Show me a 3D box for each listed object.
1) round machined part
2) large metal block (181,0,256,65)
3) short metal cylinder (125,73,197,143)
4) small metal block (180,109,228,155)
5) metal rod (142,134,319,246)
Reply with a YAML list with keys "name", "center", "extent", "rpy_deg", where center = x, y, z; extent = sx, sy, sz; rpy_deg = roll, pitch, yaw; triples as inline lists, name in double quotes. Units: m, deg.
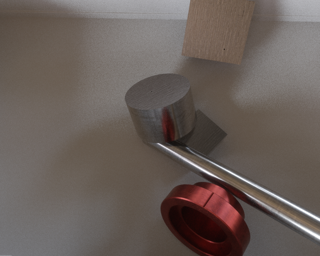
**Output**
- name: "round machined part"
  center: [0.053, 0.098, 0.340]
  extent: [0.098, 0.097, 0.042]
  rpy_deg: [36, 52, 12]
- name: "large metal block"
  center: [0.077, -0.137, 0.426]
  extent: [0.080, 0.050, 0.079]
  rpy_deg: [10, 112, 3]
- name: "short metal cylinder"
  center: [0.002, -0.026, 0.386]
  extent: [0.080, 0.050, 0.080]
  rpy_deg: [-10, 36, 8]
- name: "small metal block"
  center: [0.051, 0.012, 0.406]
  extent: [0.050, 0.025, 0.050]
  rpy_deg: [43, 75, 14]
- name: "metal rod"
  center: [0.095, 0.067, 0.323]
  extent: [0.300, 0.025, 0.025]
  rpy_deg: [28, 70, 34]
